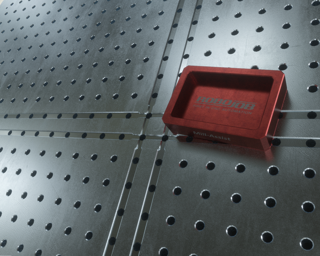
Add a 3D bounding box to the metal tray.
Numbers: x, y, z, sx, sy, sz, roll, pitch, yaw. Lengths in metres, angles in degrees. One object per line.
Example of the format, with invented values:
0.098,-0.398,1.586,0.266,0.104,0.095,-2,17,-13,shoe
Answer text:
0.077,-0.030,0.381,0.130,0.030,0.090,11,67,32,metal tray
